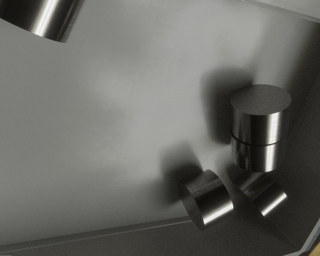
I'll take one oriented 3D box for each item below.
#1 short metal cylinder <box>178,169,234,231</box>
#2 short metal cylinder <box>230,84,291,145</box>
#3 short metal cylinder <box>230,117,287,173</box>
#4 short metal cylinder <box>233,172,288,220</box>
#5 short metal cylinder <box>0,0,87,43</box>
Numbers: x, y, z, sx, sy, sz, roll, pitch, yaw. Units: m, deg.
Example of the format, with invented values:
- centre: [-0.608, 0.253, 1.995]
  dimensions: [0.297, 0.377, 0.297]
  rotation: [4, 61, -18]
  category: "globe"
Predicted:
- centre: [0.069, 0.111, 0.482]
  dimensions: [0.050, 0.080, 0.080]
  rotation: [-23, 127, -15]
  category: "short metal cylinder"
- centre: [0.141, -0.021, 0.440]
  dimensions: [0.081, 0.080, 0.050]
  rotation: [-22, 127, -15]
  category: "short metal cylinder"
- centre: [0.148, 0.021, 0.470]
  dimensions: [0.081, 0.080, 0.050]
  rotation: [-22, 127, -15]
  category: "short metal cylinder"
- centre: [0.175, 0.112, 0.541]
  dimensions: [0.050, 0.080, 0.080]
  rotation: [-39, 130, -2]
  category: "short metal cylinder"
- centre: [-0.102, -0.111, 0.249]
  dimensions: [0.081, 0.080, 0.050]
  rotation: [19, 108, -36]
  category: "short metal cylinder"
